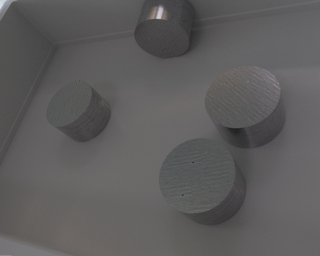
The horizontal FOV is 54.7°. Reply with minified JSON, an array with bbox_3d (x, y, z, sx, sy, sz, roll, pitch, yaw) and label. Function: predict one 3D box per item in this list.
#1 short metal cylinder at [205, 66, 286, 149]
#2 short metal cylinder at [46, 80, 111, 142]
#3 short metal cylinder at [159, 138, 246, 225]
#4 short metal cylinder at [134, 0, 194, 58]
[{"bbox_3d":[0.097,-0.023,0.353,0.080,0.050,0.080,-13,56,21],"label":"short metal cylinder"},{"bbox_3d":[-0.122,-0.025,0.470,0.080,0.050,0.080,-13,56,21],"label":"short metal cylinder"},{"bbox_3d":[0.046,0.057,0.330,0.080,0.050,0.080,-13,56,21],"label":"short metal cylinder"},{"bbox_3d":[0.007,-0.149,0.458,0.080,0.080,0.050,-2,61,27],"label":"short metal cylinder"}]
